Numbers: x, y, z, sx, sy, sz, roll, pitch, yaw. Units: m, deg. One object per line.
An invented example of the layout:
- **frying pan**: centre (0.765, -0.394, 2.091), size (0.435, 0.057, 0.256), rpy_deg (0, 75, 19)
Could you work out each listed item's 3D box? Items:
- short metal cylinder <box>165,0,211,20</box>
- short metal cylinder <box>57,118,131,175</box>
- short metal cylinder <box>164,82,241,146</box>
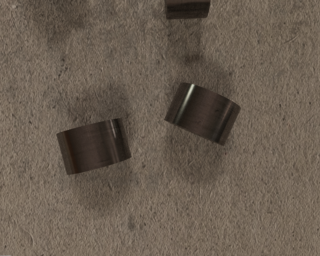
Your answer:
- **short metal cylinder**: centre (0.032, -0.177, 0.383), size (0.050, 0.080, 0.079), rpy_deg (-3, 90, 0)
- **short metal cylinder**: centre (-0.080, 0.022, 0.381), size (0.080, 0.080, 0.050), rpy_deg (-14, 90, 0)
- **short metal cylinder**: centre (0.052, -0.017, 0.383), size (0.080, 0.080, 0.050), rpy_deg (24, 90, -1)
